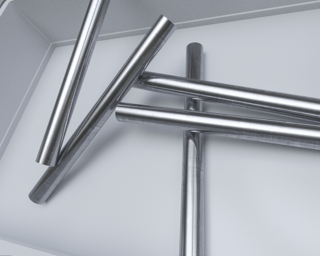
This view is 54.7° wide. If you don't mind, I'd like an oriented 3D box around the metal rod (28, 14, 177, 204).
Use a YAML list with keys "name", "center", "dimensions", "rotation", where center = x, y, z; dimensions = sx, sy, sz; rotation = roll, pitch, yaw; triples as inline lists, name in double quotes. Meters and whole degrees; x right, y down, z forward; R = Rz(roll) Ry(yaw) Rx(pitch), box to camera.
- name: "metal rod"
  center: [-0.081, -0.015, 0.404]
  dimensions: [0.299, 0.025, 0.025]
  rotation: [-51, 50, 12]

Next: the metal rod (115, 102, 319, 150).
- name: "metal rod"
  center: [0.087, -0.001, 0.336]
  dimensions: [0.301, 0.025, 0.025]
  rotation: [8, 66, 23]

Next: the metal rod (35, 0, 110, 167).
- name: "metal rod"
  center: [-0.104, -0.096, 0.412]
  dimensions: [0.025, 0.025, 0.299]
  rotation: [14, 85, 33]

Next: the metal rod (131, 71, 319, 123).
- name: "metal rod"
  center: [0.088, -0.037, 0.357]
  dimensions: [0.301, 0.025, 0.025]
  rotation: [14, 69, 25]

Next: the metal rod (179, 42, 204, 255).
- name: "metal rod"
  center: [0.040, 0.015, 0.374]
  dimensions: [0.025, 0.025, 0.299]
  rotation: [-9, 57, 23]
